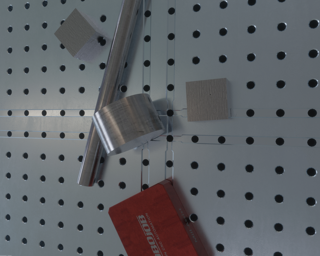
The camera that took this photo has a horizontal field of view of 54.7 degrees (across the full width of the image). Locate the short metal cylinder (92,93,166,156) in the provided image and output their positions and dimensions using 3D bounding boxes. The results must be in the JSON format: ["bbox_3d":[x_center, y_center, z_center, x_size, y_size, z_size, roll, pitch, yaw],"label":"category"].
[{"bbox_3d":[-0.040,-0.003,0.397,0.080,0.080,0.050,-27,81,18],"label":"short metal cylinder"}]

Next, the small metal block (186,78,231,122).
[{"bbox_3d":[0.061,-0.034,0.391,0.050,0.025,0.050,-3,89,20],"label":"small metal block"}]

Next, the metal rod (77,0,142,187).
[{"bbox_3d":[-0.069,-0.063,0.436,0.025,0.025,0.298,17,96,19],"label":"metal rod"}]

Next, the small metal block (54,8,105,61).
[{"bbox_3d":[-0.118,-0.136,0.454,0.050,0.025,0.050,-44,77,14],"label":"small metal block"}]

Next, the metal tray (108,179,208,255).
[{"bbox_3d":[-0.001,0.146,0.410,0.090,0.030,0.130,-30,80,17],"label":"metal tray"}]
